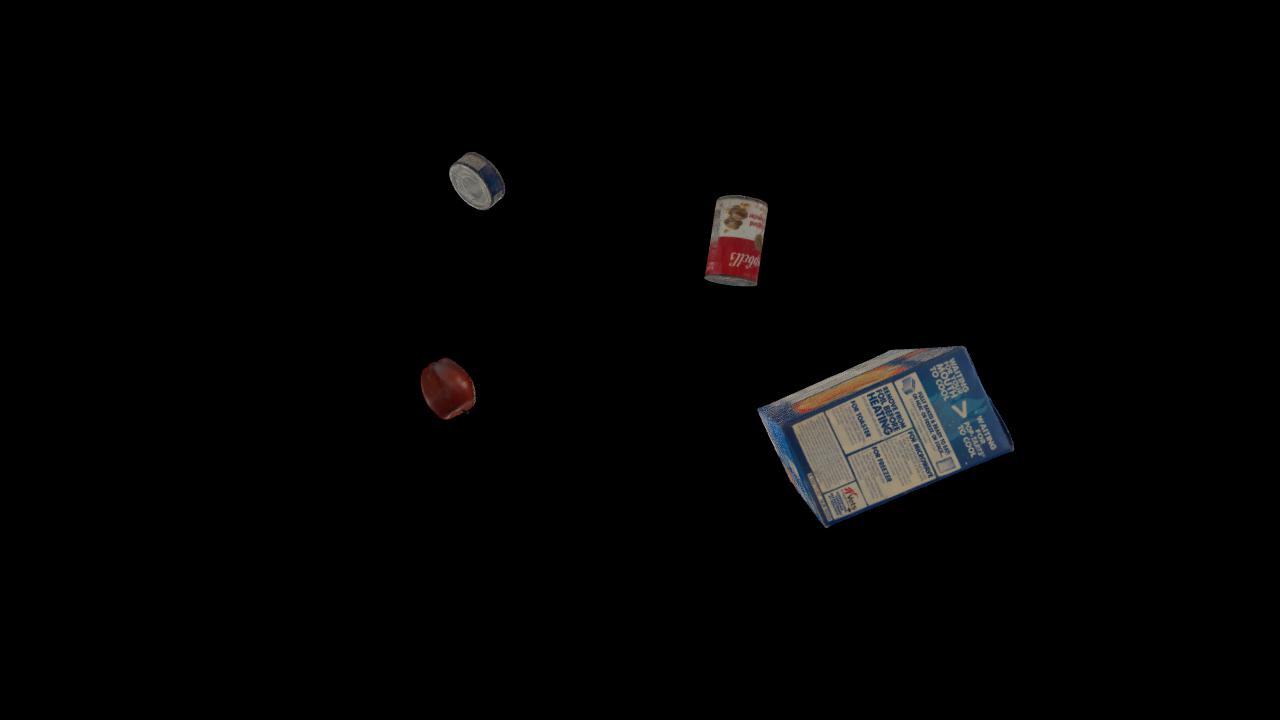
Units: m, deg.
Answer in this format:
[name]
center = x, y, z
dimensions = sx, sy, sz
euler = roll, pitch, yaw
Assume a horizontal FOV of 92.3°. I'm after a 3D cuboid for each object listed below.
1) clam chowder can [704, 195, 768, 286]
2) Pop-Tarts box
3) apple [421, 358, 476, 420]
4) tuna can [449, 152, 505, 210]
[clam chowder can]
center = 0.122, -0.149, 0.777
dimensions = 0.068, 0.102, 0.068
euler = 8, 0, 0
[Pop-Tarts box]
center = 0.184, 0.054, 0.505
dimensions = 0.141, 0.083, 0.167
euler = -25, -2, 5
[apple]
center = -0.290, 0.045, 0.937
dimensions = 0.079, 0.093, 0.079
euler = -33, 1, 1
[tuna can]
center = -0.251, -0.274, 0.948
dimensions = 0.084, 0.084, 0.034
euler = 0, 44, 44
